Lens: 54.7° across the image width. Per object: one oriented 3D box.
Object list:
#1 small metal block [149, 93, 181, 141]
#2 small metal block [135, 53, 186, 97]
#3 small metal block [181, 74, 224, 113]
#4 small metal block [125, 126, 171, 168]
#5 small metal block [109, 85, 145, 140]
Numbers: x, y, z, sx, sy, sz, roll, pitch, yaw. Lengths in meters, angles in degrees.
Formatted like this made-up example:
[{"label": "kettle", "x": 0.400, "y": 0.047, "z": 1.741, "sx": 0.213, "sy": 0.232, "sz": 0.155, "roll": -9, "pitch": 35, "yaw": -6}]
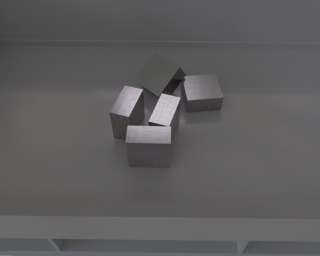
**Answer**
[{"label": "small metal block", "x": 0.006, "y": -0.007, "z": 0.395, "sx": 0.025, "sy": 0.050, "sz": 0.050, "roll": 14, "pitch": 51, "yaw": 11}, {"label": "small metal block", "x": 0.000, "y": -0.073, "z": 0.450, "sx": 0.050, "sy": 0.025, "sz": 0.050, "roll": 37, "pitch": 92, "yaw": 30}, {"label": "small metal block", "x": 0.060, "y": -0.051, "z": 0.448, "sx": 0.050, "sy": 0.025, "sz": 0.050, "roll": -5, "pitch": 50, "yaw": -4}, {"label": "small metal block", "x": -0.013, "y": 0.023, "z": 0.369, "sx": 0.050, "sy": 0.050, "sz": 0.025, "roll": 1, "pitch": 50, "yaw": 1}, {"label": "small metal block", "x": -0.041, "y": -0.018, "z": 0.404, "sx": 0.025, "sy": 0.050, "sz": 0.050, "roll": 14, "pitch": 52, "yaw": 11}]
